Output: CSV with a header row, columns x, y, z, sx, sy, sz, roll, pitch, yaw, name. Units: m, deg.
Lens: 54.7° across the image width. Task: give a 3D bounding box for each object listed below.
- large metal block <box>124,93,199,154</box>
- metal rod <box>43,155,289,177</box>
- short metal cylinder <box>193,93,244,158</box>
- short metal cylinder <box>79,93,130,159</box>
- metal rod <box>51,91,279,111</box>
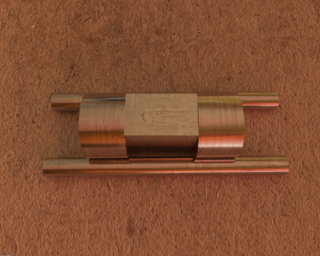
x,y,z,sx,sy,sz,roll,pitch,yaw,name
0.002,-0.002,0.378,0.081,0.080,0.050,0,70,0,large metal block
0.008,0.048,0.392,0.302,0.025,0.025,0,70,-1,metal rod
0.068,-0.003,0.381,0.050,0.080,0.080,-1,70,0,short metal cylinder
-0.064,-0.003,0.380,0.050,0.080,0.080,-1,70,0,short metal cylinder
0.007,-0.036,0.423,0.302,0.025,0.025,0,70,-1,metal rod
